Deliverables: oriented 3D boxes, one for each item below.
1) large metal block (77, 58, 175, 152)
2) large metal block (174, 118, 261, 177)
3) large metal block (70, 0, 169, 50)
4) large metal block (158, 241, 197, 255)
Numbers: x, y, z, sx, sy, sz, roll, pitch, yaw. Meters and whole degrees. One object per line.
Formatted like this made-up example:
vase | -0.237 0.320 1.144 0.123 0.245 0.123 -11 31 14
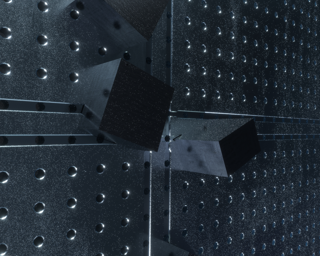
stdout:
large metal block | -0.038 -0.023 0.360 0.080 0.050 0.080 25 75 -37
large metal block | 0.082 0.024 0.441 0.081 0.080 0.050 -28 108 -36
large metal block | -0.041 -0.152 0.358 0.080 0.050 0.080 37 68 -34
large metal block | 0.032 0.211 0.419 0.080 0.050 0.080 38 67 -34
